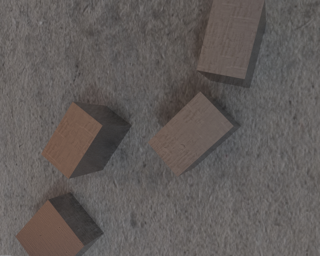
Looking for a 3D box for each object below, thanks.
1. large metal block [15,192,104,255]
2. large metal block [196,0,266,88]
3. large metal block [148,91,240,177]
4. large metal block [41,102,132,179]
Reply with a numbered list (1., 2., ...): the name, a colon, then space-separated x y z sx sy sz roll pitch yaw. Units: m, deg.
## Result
1. large metal block: -0.143 0.154 0.445 0.080 0.050 0.080 46 104 14
2. large metal block: 0.084 -0.093 0.350 0.050 0.080 0.079 15 95 19
3. large metal block: 0.044 0.007 0.364 0.080 0.080 0.050 -45 77 14
4. large metal block: -0.094 0.015 0.412 0.050 0.080 0.080 37 102 16
